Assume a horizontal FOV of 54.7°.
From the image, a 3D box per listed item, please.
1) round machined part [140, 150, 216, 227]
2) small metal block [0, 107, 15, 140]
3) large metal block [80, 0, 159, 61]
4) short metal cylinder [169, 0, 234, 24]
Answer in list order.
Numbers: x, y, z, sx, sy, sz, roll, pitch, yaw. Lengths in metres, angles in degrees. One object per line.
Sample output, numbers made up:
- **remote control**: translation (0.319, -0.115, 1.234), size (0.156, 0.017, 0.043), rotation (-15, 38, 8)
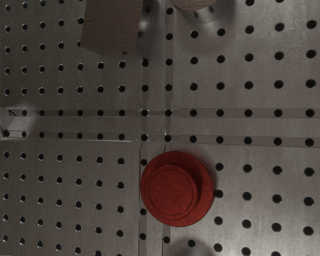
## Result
- **round machined part**: translation (0.019, 0.078, 0.396), size (0.098, 0.042, 0.097), rotation (0, 90, 19)
- **small metal block**: translation (-0.269, -0.007, 0.492), size (0.025, 0.050, 0.050), rotation (38, 102, 16)
- **large metal block**: translation (-0.053, -0.140, 0.417), size (0.080, 0.050, 0.079), rotation (11, 94, 19)
- **short metal cylinder**: translation (0.050, -0.176, 0.381), size (0.080, 0.050, 0.079), rotation (0, 90, 19)
